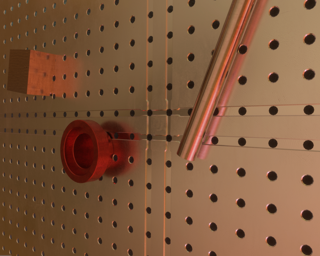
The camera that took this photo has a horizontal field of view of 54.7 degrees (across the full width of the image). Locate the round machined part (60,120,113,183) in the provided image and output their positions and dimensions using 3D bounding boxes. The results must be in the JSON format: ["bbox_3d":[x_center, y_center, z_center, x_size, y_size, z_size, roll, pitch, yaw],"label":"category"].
[{"bbox_3d":[-0.112,0.036,0.491,0.098,0.042,0.097,0,90,40],"label":"round machined part"}]

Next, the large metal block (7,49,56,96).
[{"bbox_3d":[-0.250,-0.107,0.599,0.080,0.050,0.079,12,98,39],"label":"large metal block"}]

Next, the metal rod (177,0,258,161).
[{"bbox_3d":[0.079,-0.101,0.343,0.025,0.025,0.298,30,109,36],"label":"metal rod"}]
